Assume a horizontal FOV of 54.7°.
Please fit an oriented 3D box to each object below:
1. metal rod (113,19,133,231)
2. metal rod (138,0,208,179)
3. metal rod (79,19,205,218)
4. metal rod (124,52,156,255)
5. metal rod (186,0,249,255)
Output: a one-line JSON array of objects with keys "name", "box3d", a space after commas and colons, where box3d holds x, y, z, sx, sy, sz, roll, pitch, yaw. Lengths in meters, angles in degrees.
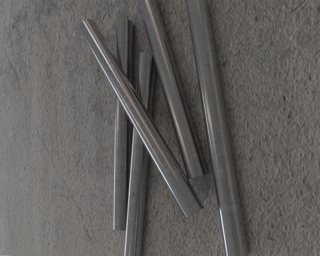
[{"name": "metal rod", "box3d": [-0.053, -0.003, 0.449, 0.025, 0.025, 0.298, 2, 91, 40]}, {"name": "metal rod", "box3d": [0.007, -0.083, 0.399, 0.025, 0.025, 0.299, -25, 75, 37]}, {"name": "metal rod", "box3d": [-0.033, -0.026, 0.398, 0.025, 0.025, 0.299, -43, 68, 32]}, {"name": "metal rod", "box3d": [-0.028, 0.048, 0.428, 0.025, 0.025, 0.298, 8, 95, 40]}, {"name": "metal rod", "box3d": [0.064, -0.007, 0.352, 0.025, 0.025, 0.298, -13, 82, 39]}]
